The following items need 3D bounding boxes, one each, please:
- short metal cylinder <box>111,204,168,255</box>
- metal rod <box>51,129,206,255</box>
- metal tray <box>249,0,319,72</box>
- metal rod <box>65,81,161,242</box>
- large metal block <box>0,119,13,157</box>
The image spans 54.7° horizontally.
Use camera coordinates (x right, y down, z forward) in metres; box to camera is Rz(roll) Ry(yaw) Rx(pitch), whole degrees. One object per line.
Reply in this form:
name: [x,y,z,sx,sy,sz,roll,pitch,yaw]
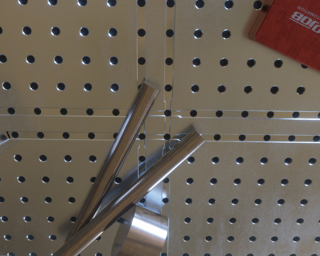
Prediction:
short metal cylinder: [-0.029,0.154,0.440,0.050,0.080,0.080,26,108,-10]
metal rod: [-0.056,0.110,0.435,0.300,0.025,0.025,-42,105,7]
metal tray: [0.186,-0.121,0.369,0.131,0.030,0.089,22,108,-9]
metal rod: [-0.077,0.071,0.438,0.025,0.025,0.298,25,108,-9]
large metal block: [-0.240,0.009,0.384,0.050,0.080,0.079,-13,110,4]
